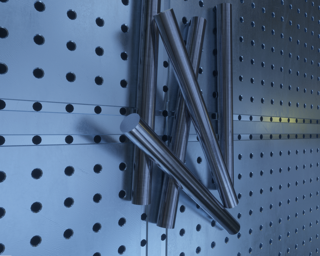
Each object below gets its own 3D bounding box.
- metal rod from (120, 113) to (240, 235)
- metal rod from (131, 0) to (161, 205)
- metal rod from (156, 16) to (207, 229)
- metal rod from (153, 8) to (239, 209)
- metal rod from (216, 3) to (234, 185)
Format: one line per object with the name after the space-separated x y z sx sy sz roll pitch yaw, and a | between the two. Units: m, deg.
0.045 0.080 0.418 0.300 0.025 0.025 48 61 -40 | metal rod
-0.017 -0.054 0.396 0.025 0.025 0.298 5 87 -40 | metal rod
0.032 -0.013 0.437 0.025 0.025 0.299 16 80 -39 | metal rod
0.057 -0.011 0.426 0.025 0.025 0.299 -38 117 -34 | metal rod
0.105 -0.047 0.499 0.025 0.025 0.298 -2 91 -40 | metal rod
